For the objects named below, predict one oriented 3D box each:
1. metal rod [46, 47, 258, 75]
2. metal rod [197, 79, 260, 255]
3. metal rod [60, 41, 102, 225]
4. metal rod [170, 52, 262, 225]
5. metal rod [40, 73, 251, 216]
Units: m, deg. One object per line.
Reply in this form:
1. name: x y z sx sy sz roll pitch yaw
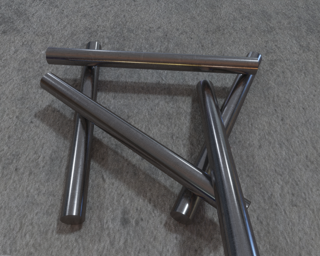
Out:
1. metal rod: -0.012 -0.098 0.451 0.302 0.025 0.025 3 50 2
2. metal rod: 0.063 0.024 0.332 0.025 0.025 0.300 1 34 1
3. metal rod: -0.100 -0.019 0.417 0.025 0.025 0.300 -3 50 -3
4. metal rod: 0.087 -0.009 0.411 0.025 0.025 0.301 20 53 16
5. metal rod: -0.035 0.009 0.360 0.300 0.025 0.025 32 57 23
